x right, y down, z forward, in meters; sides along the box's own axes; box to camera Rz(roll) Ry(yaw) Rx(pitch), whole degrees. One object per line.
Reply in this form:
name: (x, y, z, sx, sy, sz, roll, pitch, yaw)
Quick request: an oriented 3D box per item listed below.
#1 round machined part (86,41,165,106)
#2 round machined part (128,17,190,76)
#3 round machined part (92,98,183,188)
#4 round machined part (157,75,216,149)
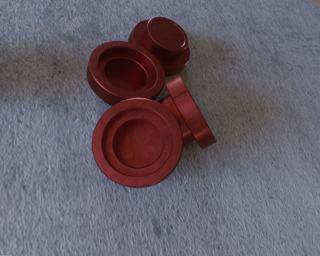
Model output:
round machined part: (-0.046, -0.064, 0.404, 0.099, 0.042, 0.098, 12, 54, -17)
round machined part: (0.004, -0.131, 0.477, 0.099, 0.042, 0.098, 14, 56, -21)
round machined part: (-0.023, 0.019, 0.352, 0.099, 0.042, 0.098, -1, 77, 3)
round machined part: (0.030, -0.015, 0.398, 0.042, 0.098, 0.098, -29, 74, 8)
